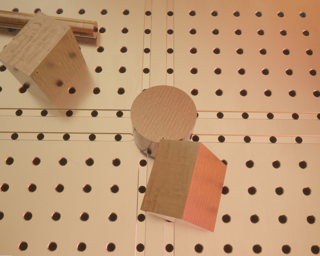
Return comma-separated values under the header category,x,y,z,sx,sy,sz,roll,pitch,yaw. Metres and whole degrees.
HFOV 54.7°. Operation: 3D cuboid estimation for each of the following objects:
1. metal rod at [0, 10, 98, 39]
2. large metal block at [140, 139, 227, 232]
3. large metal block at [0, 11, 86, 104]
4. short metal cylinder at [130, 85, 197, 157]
category,x,y,z,sx,sy,sz,roll,pitch,yaw
metal rod,-0.246,-0.166,0.470,0.302,0.025,0.025,7,70,2
large metal block,0.031,0.066,0.351,0.050,0.080,0.080,2,67,34
large metal block,-0.153,-0.092,0.415,0.050,0.080,0.080,30,73,10
short metal cylinder,0.004,-0.008,0.396,0.081,0.050,0.080,1,63,-1
